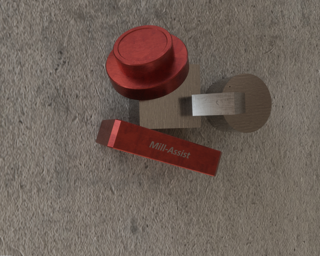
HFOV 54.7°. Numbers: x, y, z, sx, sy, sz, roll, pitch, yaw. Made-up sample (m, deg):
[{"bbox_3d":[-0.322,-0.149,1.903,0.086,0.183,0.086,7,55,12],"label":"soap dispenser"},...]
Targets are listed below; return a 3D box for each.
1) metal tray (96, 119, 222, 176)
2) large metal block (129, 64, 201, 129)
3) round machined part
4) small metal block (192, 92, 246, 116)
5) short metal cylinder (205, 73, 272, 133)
[{"bbox_3d":[-0.004,0.023,0.374,0.131,0.090,0.030,18,85,-19],"label":"metal tray"},{"bbox_3d":[0.005,-0.040,0.400,0.081,0.050,0.080,-2,91,-20],"label":"large metal block"},{"bbox_3d":[-0.017,-0.083,0.365,0.098,0.098,0.042,-38,147,-16],"label":"round machined part"},{"bbox_3d":[0.072,-0.029,0.375,0.050,0.050,0.025,-10,98,-61],"label":"small metal block"},{"bbox_3d":[0.108,-0.033,0.438,0.081,0.050,0.080,0,90,-20],"label":"short metal cylinder"}]
